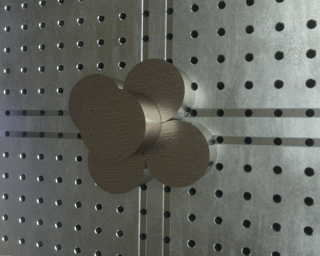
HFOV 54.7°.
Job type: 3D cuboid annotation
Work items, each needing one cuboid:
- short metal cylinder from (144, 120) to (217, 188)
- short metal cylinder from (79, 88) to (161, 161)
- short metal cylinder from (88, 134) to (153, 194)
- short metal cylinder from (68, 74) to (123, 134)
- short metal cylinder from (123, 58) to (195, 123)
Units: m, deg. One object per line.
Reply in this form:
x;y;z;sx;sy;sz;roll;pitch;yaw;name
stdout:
0.027;0.030;0.388;0.080;0.050;0.079;0;90;19;short metal cylinder
-0.045;-0.005;0.359;0.080;0.050;0.079;1;92;19;short metal cylinder
-0.048;0.044;0.414;0.080;0.050;0.079;0;90;19;short metal cylinder
-0.076;-0.031;0.424;0.080;0.050;0.079;0;90;19;short metal cylinder
0.000;-0.044;0.398;0.080;0.050;0.079;0;90;19;short metal cylinder
